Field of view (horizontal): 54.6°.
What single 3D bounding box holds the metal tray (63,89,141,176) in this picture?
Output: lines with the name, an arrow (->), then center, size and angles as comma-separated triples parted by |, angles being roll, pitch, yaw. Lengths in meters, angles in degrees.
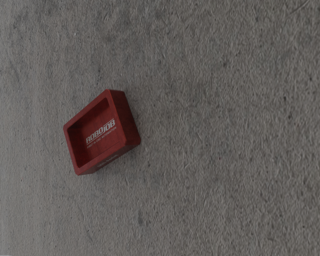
metal tray -> -0.095, 0.009, 0.481 | 0.130, 0.030, 0.090 | -32, 70, 35
